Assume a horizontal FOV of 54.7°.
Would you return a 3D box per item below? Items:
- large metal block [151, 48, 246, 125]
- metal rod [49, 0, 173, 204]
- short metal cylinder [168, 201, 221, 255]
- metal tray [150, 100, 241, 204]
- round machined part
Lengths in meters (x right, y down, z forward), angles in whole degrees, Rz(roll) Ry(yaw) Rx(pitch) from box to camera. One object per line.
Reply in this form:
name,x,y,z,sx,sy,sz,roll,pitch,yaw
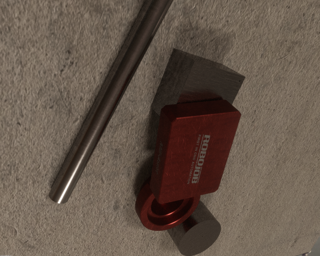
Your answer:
large metal block,0.046,-0.045,0.390,0.081,0.050,0.079,9,114,-33
metal rod,-0.056,-0.038,0.353,0.025,0.025,0.298,19,108,-36
short metal cylinder,0.056,0.170,0.529,0.081,0.050,0.079,-14,125,-21
metal tray,0.041,0.031,0.386,0.091,0.030,0.129,-7,126,-23
round machined part,0.008,0.103,0.466,0.099,0.042,0.097,-14,125,-21
